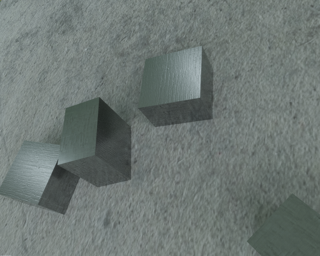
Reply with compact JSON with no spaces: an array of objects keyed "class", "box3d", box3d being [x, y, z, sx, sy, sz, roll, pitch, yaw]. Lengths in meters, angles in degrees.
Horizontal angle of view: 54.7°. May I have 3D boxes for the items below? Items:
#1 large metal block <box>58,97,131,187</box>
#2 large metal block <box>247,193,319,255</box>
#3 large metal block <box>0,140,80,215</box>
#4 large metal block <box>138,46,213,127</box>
[{"class":"large metal block","box3d":[-0.078,0.021,0.395,0.050,0.080,0.080,-16,56,19]},{"class":"large metal block","box3d":[0.122,0.107,0.239,0.050,0.080,0.080,-45,51,-3]},{"class":"large metal block","box3d":[-0.161,0.067,0.429,0.080,0.050,0.080,4,64,29]},{"class":"large metal block","box3d":[0.023,-0.053,0.407,0.080,0.050,0.080,-8,58,24]}]
